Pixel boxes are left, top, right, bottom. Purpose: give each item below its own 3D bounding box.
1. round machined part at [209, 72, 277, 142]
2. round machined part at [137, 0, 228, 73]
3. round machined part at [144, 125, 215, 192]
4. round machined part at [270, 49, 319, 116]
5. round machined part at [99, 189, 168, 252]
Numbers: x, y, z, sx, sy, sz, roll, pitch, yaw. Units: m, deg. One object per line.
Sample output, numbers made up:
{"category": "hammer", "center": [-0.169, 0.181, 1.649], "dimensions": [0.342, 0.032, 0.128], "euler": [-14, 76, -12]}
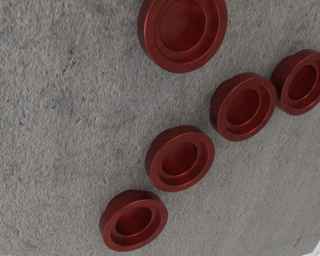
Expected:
{"category": "round machined part", "center": [0.111, -0.033, 0.436], "dimensions": [0.099, 0.042, 0.097], "euler": [-14, 124, -21]}
{"category": "round machined part", "center": [0.021, -0.113, 0.337], "dimensions": [0.099, 0.042, 0.097], "euler": [-14, 124, -21]}
{"category": "round machined part", "center": [0.024, 0.038, 0.432], "dimensions": [0.099, 0.042, 0.097], "euler": [-14, 124, -21]}
{"category": "round machined part", "center": [0.206, -0.071, 0.464], "dimensions": [0.099, 0.042, 0.097], "euler": [-14, 124, -21]}
{"category": "round machined part", "center": [-0.041, 0.130, 0.453], "dimensions": [0.099, 0.042, 0.097], "euler": [-14, 124, -21]}
